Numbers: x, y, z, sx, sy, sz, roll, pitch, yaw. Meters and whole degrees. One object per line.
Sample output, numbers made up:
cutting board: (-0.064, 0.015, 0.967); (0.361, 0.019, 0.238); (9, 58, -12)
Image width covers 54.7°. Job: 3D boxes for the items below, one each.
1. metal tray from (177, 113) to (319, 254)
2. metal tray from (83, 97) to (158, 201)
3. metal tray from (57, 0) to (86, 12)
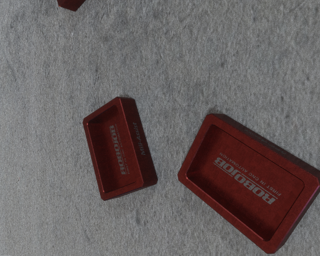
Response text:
metal tray: (0.088, 0.052, 0.327); (0.130, 0.030, 0.089); (36, 112, 33)
metal tray: (-0.061, 0.031, 0.449); (0.090, 0.030, 0.129); (-27, 73, 36)
metal tray: (-0.148, -0.277, 0.521); (0.090, 0.030, 0.129); (-29, 72, 36)
